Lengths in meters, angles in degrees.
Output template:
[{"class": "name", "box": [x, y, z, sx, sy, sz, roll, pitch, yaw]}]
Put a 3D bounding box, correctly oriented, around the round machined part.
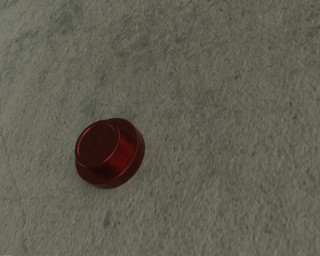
[{"class": "round machined part", "box": [-0.073, 0.028, 0.413, 0.098, 0.042, 0.098, -13, 56, 20]}]
